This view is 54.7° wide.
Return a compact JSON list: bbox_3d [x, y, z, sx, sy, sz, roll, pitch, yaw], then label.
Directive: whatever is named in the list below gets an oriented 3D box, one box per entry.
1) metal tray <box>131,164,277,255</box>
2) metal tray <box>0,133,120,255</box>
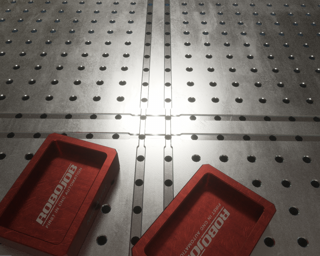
[{"bbox_3d":[0.046,0.108,0.314,0.090,0.030,0.131,32,56,23],"label":"metal tray"},{"bbox_3d":[-0.111,0.071,0.342,0.090,0.030,0.130,14,51,11],"label":"metal tray"}]
